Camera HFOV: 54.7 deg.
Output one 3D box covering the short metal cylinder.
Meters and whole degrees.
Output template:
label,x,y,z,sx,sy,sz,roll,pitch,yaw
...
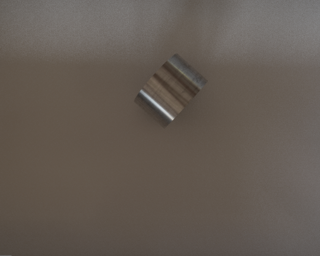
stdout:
label,x,y,z,sx,sy,sz,roll,pitch,yaw
short metal cylinder,0.014,-0.045,0.384,0.050,0.080,0.080,42,90,-1
